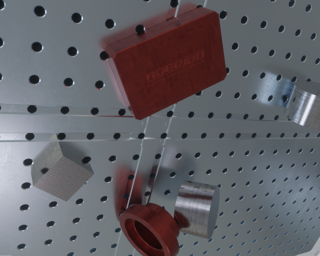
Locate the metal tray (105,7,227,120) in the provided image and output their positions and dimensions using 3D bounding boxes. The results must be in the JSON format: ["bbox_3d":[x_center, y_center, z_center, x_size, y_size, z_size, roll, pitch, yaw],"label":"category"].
[{"bbox_3d":[0.012,-0.076,0.368,0.131,0.030,0.090,-27,128,-12],"label":"metal tray"}]

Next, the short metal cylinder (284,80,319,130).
[{"bbox_3d":[0.244,-0.037,0.486,0.081,0.080,0.050,-5,121,-26],"label":"short metal cylinder"}]

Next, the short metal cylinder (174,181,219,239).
[{"bbox_3d":[0.059,0.125,0.478,0.080,0.050,0.080,7,91,-69],"label":"short metal cylinder"}]

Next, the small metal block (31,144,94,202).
[{"bbox_3d":[-0.119,0.056,0.381,0.050,0.025,0.050,-45,129,3],"label":"small metal block"}]

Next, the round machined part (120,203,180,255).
[{"bbox_3d":[-0.010,0.151,0.459,0.042,0.098,0.097,-38,135,-38],"label":"round machined part"}]
